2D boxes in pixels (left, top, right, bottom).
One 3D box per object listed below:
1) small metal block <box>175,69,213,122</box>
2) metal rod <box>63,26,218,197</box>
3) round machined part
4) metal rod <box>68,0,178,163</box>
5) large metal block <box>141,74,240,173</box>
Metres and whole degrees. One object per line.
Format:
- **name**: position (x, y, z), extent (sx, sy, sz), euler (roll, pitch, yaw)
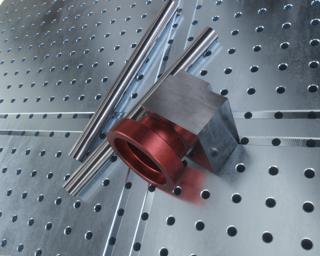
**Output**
- **small metal block**: position (0.043, -0.041, 0.392), extent (0.025, 0.050, 0.050), euler (-45, 51, -11)
- **metal rod**: position (-0.023, -0.027, 0.435), extent (0.300, 0.025, 0.025), euler (-49, 52, -7)
- **round machined part**: position (-0.010, 0.024, 0.353), extent (0.098, 0.098, 0.042), euler (24, 61, 36)
- **metal rod**: position (-0.050, -0.081, 0.482), extent (0.025, 0.025, 0.300), euler (18, 71, 34)
- **large metal block**: position (0.037, -0.005, 0.352), extent (0.080, 0.080, 0.050), euler (30, 72, 37)
